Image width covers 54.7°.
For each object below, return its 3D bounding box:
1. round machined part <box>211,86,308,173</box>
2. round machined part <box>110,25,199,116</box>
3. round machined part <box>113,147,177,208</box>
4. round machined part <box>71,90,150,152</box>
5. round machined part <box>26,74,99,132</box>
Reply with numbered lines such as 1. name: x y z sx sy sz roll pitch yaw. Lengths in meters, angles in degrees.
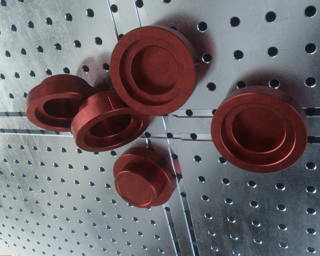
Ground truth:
1. round machined part: 0.110 -0.002 0.341 0.098 0.042 0.097 13 124 20
2. round machined part: -0.003 -0.067 0.352 0.098 0.042 0.097 7 113 16
3. round machined part: -0.029 0.080 0.463 0.098 0.042 0.097 13 124 20
4. round machined part: -0.066 -0.012 0.402 0.097 0.099 0.042 -48 56 39
5. round machined part: -0.129 -0.036 0.421 0.099 0.042 0.098 -8 152 -4
